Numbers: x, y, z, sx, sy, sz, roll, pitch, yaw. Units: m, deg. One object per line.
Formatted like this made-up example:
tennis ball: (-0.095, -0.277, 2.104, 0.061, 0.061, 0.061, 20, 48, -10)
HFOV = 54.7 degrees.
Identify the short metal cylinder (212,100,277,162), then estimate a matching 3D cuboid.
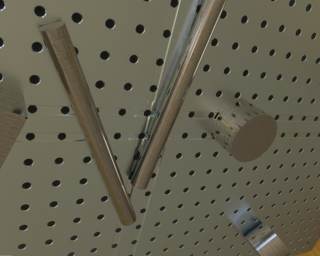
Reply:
short metal cylinder: (0.127, 0.004, 0.467, 0.081, 0.050, 0.079, -14, 124, -21)

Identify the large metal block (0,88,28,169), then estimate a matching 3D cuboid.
large metal block: (-0.185, -0.002, 0.293, 0.080, 0.050, 0.080, 23, 106, -37)

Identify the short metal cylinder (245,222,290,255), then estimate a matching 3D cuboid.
short metal cylinder: (0.224, 0.247, 0.651, 0.050, 0.080, 0.080, -37, 129, -4)

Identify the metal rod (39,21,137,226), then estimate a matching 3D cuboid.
metal rod: (-0.075, 0.021, 0.382, 0.025, 0.025, 0.298, -24, 127, -14)

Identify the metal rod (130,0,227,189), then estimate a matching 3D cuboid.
metal rod: (0.023, -0.049, 0.393, 0.025, 0.025, 0.298, 9, 114, -33)
